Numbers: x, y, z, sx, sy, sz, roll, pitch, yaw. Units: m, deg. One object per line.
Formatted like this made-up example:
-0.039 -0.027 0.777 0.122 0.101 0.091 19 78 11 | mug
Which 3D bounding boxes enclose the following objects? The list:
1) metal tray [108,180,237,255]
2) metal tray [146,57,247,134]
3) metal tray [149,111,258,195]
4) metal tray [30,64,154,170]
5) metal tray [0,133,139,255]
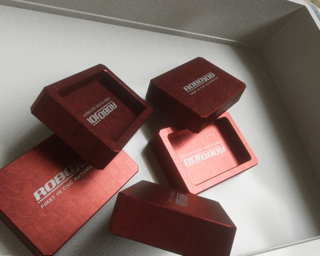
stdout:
0.013 0.079 0.286 0.090 0.130 0.030 15 86 6 | metal tray
0.054 -0.053 0.442 0.090 0.030 0.131 37 43 19 | metal tray
0.061 0.033 0.417 0.131 0.030 0.090 -16 71 -35 | metal tray
-0.065 -0.020 0.343 0.090 0.030 0.130 42 26 -4 | metal tray
-0.096 0.054 0.318 0.090 0.030 0.131 45 51 3 | metal tray
